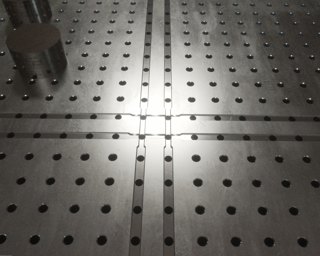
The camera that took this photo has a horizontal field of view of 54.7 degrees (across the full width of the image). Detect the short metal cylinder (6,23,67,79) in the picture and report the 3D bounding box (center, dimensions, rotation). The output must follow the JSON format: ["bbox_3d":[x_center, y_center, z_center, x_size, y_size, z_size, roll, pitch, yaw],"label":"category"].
[{"bbox_3d":[-0.193,-0.123,0.492,0.081,0.050,0.080,0,50,0],"label":"short metal cylinder"}]

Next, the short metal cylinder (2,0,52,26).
[{"bbox_3d":[-0.252,-0.236,0.587,0.081,0.050,0.080,0,50,0],"label":"short metal cylinder"}]
